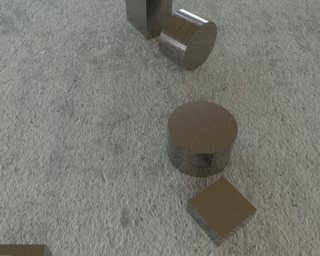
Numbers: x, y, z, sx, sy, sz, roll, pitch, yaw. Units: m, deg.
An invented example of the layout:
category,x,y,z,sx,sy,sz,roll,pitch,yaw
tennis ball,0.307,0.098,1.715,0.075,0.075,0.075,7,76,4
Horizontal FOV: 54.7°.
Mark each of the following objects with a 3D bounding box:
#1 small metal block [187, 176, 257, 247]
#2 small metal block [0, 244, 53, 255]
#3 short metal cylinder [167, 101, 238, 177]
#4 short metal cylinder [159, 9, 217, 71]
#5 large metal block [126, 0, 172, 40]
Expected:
category,x,y,z,sx,sy,sz,roll,pitch,yaw
small metal block,0.065,0.088,0.330,0.050,0.025,0.050,-30,56,-23
small metal block,-0.134,0.137,0.286,0.050,0.025,0.050,1,50,0
short metal cylinder,0.049,0.013,0.377,0.081,0.050,0.080,0,50,0
short metal cylinder,0.044,-0.137,0.483,0.050,0.080,0.080,36,59,26
large metal block,-0.021,-0.218,0.550,0.050,0.080,0.080,-24,55,-19
